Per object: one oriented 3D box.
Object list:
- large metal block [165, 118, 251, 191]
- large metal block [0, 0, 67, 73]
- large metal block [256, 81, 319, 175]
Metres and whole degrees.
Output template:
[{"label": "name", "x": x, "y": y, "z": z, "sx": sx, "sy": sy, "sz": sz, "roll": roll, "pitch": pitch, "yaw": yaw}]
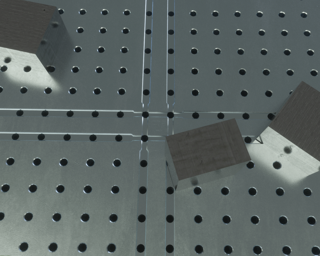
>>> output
[{"label": "large metal block", "x": 0.051, "y": 0.035, "z": 0.370, "sx": 0.080, "sy": 0.080, "sz": 0.050, "roll": -15, "pitch": 71, "yaw": -5}, {"label": "large metal block", "x": -0.193, "y": -0.134, "z": 0.446, "sx": 0.080, "sy": 0.050, "sz": 0.080, "roll": 13, "pitch": 71, "yaw": 4}, {"label": "large metal block", "x": 0.187, "y": 0.001, "z": 0.399, "sx": 0.080, "sy": 0.050, "sz": 0.080, "roll": 37, "pitch": 74, "yaw": 12}]
